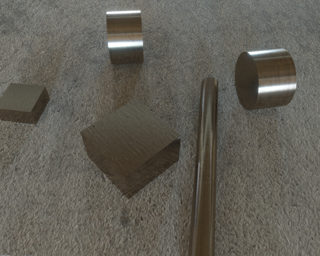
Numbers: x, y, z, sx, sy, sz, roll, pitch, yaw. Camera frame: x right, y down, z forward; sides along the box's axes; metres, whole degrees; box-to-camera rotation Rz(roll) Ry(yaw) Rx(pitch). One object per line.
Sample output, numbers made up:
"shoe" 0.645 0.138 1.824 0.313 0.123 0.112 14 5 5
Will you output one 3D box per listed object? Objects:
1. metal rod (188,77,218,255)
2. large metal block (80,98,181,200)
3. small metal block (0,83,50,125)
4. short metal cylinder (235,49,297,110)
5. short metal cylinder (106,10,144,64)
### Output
"metal rod" 0.054 0.048 0.363 0.025 0.025 0.300 6 50 5
"large metal block" -0.033 0.022 0.368 0.080 0.050 0.080 -35 59 -26
"small metal block" -0.189 -0.034 0.430 0.050 0.025 0.050 7 50 5
"short metal cylinder" 0.142 -0.067 0.425 0.050 0.080 0.080 -7 51 -6
"short metal cylinder" -0.054 -0.141 0.486 0.050 0.080 0.080 -4 50 -4
